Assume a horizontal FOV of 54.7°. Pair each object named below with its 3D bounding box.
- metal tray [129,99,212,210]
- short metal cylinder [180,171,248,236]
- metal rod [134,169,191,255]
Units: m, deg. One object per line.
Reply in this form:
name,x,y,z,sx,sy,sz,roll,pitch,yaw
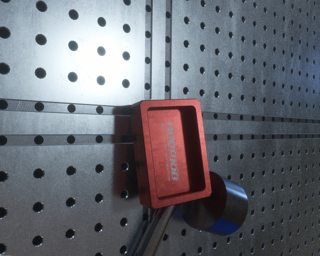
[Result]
metal tray,0.014,0.030,0.397,0.091,0.030,0.129,-5,86,-30
short metal cylinder,0.075,0.106,0.436,0.050,0.080,0.080,29,72,-37
metal rod,-0.030,0.182,0.383,0.025,0.025,0.300,42,65,-32
